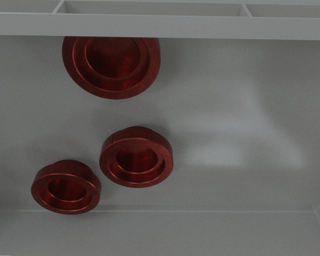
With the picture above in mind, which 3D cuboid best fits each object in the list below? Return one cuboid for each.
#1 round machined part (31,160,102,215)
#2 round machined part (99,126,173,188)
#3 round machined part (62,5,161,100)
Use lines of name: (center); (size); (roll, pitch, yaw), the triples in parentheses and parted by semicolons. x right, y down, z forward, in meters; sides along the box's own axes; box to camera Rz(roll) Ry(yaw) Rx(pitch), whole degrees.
round machined part: (-0.138, 0.086, 0.469); (0.099, 0.042, 0.097); (-1, 130, 0)
round machined part: (-0.031, 0.036, 0.428); (0.099, 0.042, 0.097); (-1, 130, 0)
round machined part: (-0.049, -0.082, 0.328); (0.099, 0.042, 0.097); (-1, 130, 0)
